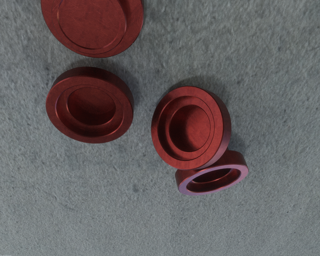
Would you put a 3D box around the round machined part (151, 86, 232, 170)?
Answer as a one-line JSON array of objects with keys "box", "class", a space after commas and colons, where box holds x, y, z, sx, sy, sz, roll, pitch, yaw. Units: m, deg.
[{"box": [0.041, 0.001, 0.373, 0.098, 0.098, 0.042, -39, 156, 28], "class": "round machined part"}]

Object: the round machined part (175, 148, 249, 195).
[{"box": [0.068, 0.055, 0.430, 0.099, 0.042, 0.098, -11, 148, -6], "class": "round machined part"}]

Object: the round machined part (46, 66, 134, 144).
[{"box": [-0.080, -0.031, 0.369, 0.099, 0.042, 0.097, -1, 130, 0], "class": "round machined part"}]

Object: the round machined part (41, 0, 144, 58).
[{"box": [-0.065, -0.111, 0.300, 0.099, 0.042, 0.097, -1, 130, 0], "class": "round machined part"}]
